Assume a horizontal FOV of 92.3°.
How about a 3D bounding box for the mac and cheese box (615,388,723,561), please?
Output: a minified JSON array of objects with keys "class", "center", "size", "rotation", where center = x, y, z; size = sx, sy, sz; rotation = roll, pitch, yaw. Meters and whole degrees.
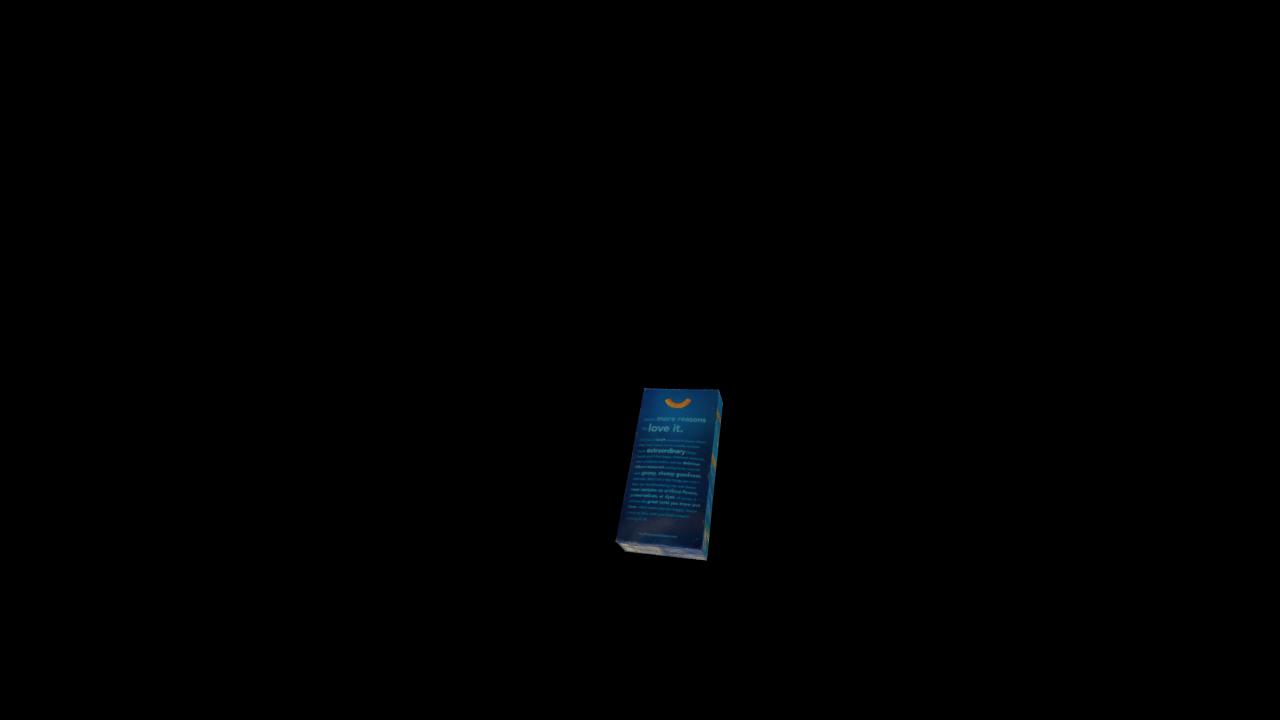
[{"class":"mac and cheese box","center":[0.036,0.119,0.673],"size":[0.093,0.184,0.041],"rotation":[0,-34,19]}]
